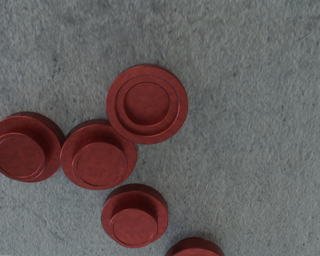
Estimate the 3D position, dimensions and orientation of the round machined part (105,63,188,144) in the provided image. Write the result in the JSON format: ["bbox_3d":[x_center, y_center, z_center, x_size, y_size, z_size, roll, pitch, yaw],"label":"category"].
[{"bbox_3d":[-0.016,-0.032,0.388,0.099,0.042,0.097,-1,109,-2],"label":"round machined part"}]

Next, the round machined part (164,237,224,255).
[{"bbox_3d":[0.053,0.210,0.479,0.099,0.042,0.097,0,110,-1],"label":"round machined part"}]

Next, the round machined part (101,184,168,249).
[{"bbox_3d":[-0.037,0.134,0.450,0.099,0.042,0.097,0,110,-1],"label":"round machined part"}]

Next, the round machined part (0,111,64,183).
[{"bbox_3d":[-0.179,0.030,0.409,0.099,0.042,0.097,0,110,-1],"label":"round machined part"}]

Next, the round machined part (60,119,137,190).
[{"bbox_3d":[-0.079,0.041,0.404,0.099,0.042,0.097,-5,113,-12],"label":"round machined part"}]
